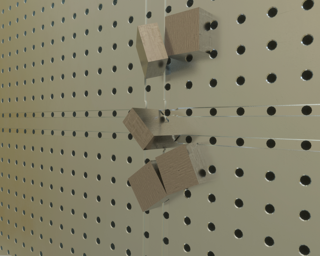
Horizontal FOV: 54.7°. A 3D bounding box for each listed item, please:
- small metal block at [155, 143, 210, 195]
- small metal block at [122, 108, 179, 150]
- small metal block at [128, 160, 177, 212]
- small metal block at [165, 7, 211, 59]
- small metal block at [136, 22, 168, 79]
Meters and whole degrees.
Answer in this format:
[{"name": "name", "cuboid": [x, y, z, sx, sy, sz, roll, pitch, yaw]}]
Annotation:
[{"name": "small metal block", "cuboid": [0.027, 0.051, 0.385, 0.050, 0.025, 0.050, -29, 72, 36]}, {"name": "small metal block", "cuboid": [-0.012, 0.001, 0.401, 0.050, 0.050, 0.025, 51, 120, 27]}, {"name": "small metal block", "cuboid": [-0.010, 0.077, 0.415, 0.050, 0.025, 0.050, -42, 65, 32]}, {"name": "small metal block", "cuboid": [0.034, -0.114, 0.380, 0.050, 0.025, 0.050, 0, 90, 39]}, {"name": "small metal block", "cuboid": [-0.012, -0.098, 0.400, 0.050, 0.025, 0.050, 114, 141, -74]}]
